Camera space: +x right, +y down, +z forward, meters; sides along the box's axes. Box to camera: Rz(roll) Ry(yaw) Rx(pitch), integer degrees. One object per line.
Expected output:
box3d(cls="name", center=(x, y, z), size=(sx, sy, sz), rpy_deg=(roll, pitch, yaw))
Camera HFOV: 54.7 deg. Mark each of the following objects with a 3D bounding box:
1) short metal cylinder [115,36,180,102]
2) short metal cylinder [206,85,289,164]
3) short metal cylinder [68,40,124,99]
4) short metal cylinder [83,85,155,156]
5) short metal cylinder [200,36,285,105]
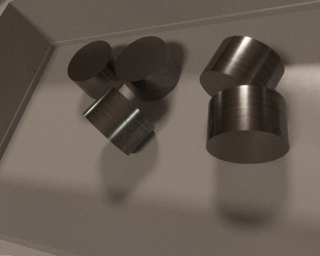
box3d(cls="short metal cylinder", center=(-0.017, -0.085, 0.450), size=(0.080, 0.050, 0.080), rpy_deg=(-13, 56, 20))
box3d(cls="short metal cylinder", center=(0.090, -0.001, 0.323), size=(0.080, 0.080, 0.050), rpy_deg=(-6, 59, 25))
box3d(cls="short metal cylinder", center=(-0.099, -0.092, 0.496), size=(0.080, 0.050, 0.080), rpy_deg=(-13, 56, 20))
box3d(cls="short metal cylinder", center=(-0.052, -0.009, 0.402), size=(0.050, 0.080, 0.080), rpy_deg=(-47, 52, -4))
box3d(cls="short metal cylinder", center=(0.093, -0.059, 0.357), size=(0.080, 0.080, 0.050), rpy_deg=(23, 74, 36))
